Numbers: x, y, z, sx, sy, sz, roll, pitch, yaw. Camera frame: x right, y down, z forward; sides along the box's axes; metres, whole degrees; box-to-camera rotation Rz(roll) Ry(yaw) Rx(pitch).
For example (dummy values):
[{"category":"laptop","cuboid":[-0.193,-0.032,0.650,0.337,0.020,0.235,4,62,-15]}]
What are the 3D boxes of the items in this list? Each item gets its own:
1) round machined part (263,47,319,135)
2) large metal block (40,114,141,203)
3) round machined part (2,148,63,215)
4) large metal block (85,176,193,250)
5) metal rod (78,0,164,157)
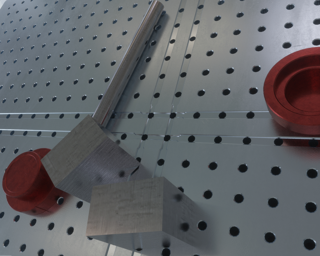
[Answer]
[{"category":"round machined part","cuboid":[0.165,-0.036,0.333,0.098,0.042,0.098,-13,56,21]},{"category":"large metal block","cuboid":[-0.085,0.043,0.391,0.080,0.080,0.050,-45,51,-3]},{"category":"round machined part","cuboid":[-0.187,0.073,0.451,0.098,0.042,0.098,-13,56,21]},{"category":"large metal block","cuboid":[-0.017,0.093,0.325,0.080,0.080,0.050,-12,57,22]},{"category":"metal rod","cuboid":[-0.059,-0.083,0.490,0.025,0.025,0.300,10,66,32]}]
